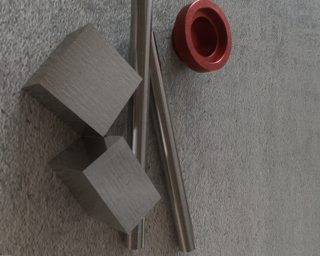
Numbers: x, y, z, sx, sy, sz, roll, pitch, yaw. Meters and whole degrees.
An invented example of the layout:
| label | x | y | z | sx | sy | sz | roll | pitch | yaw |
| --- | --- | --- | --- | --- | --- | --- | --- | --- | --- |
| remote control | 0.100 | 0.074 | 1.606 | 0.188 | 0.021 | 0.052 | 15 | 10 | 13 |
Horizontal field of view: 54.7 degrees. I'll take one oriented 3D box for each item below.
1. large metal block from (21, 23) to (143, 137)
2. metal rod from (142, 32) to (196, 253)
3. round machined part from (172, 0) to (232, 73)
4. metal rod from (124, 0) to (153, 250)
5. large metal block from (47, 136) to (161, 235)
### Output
| label | x | y | z | sx | sy | sz | roll | pitch | yaw |
| --- | --- | --- | --- | --- | --- | --- | --- | --- | --- |
| large metal block | -0.078 | -0.047 | 0.324 | 0.080 | 0.050 | 0.080 | 45 | 63 | -31 |
| metal rod | 0.010 | 0.026 | 0.415 | 0.025 | 0.025 | 0.298 | -20 | 103 | -39 |
| round machined part | 0.055 | -0.127 | 0.442 | 0.099 | 0.042 | 0.097 | 0 | 90 | -40 |
| metal rod | -0.026 | -0.005 | 0.371 | 0.025 | 0.025 | 0.298 | -1 | 95 | -40 |
| large metal block | -0.058 | 0.054 | 0.322 | 0.050 | 0.080 | 0.080 | -44 | 117 | -31 |
